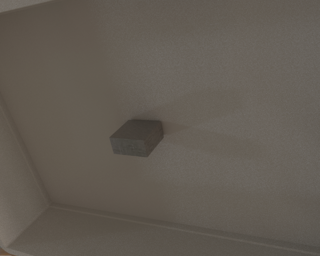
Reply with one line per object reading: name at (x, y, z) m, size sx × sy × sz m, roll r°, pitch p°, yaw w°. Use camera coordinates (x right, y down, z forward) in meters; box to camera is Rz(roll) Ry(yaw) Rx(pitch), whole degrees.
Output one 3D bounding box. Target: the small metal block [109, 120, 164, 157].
small metal block at (-0.030, 0.013, 0.410) m, size 0.050 × 0.050 × 0.025 m, roll 3°, pitch 120°, yaw 26°
